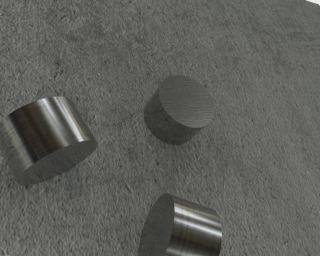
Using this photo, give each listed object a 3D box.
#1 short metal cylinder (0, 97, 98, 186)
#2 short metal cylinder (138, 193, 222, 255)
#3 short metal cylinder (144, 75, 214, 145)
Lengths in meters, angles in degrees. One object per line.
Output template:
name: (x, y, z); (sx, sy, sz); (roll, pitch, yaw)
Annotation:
short metal cylinder: (-0.109, 0.013, 0.302); (0.081, 0.080, 0.050); (-24, 75, -36)
short metal cylinder: (0.018, 0.112, 0.310); (0.050, 0.080, 0.080); (23, 53, -15)
short metal cylinder: (0.025, -0.024, 0.415); (0.081, 0.050, 0.080); (14, 56, -21)
